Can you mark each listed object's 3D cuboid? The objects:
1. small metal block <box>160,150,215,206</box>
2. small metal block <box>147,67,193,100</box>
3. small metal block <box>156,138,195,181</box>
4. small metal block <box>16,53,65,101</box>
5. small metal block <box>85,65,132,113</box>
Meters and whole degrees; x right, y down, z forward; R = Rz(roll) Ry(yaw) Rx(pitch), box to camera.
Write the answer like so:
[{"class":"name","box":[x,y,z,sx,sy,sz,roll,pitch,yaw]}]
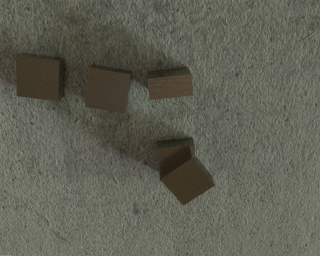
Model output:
[{"class":"small metal block","box":[0.035,0.065,0.408,0.050,0.025,0.050,-36,107,12]},{"class":"small metal block","box":[0.012,-0.055,0.376,0.050,0.050,0.025,-6,110,2]},{"class":"small metal block","box":[0.023,0.043,0.426,0.050,0.025,0.050,-5,110,2]},{"class":"small metal block","box":[-0.148,-0.063,0.385,0.050,0.025,0.050,7,110,-3]},{"class":"small metal block","box":[-0.064,-0.050,0.391,0.050,0.025,0.050,9,110,-4]}]
